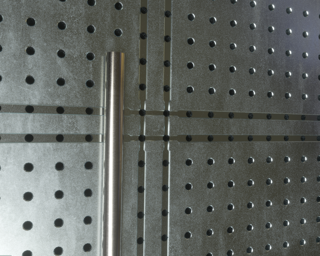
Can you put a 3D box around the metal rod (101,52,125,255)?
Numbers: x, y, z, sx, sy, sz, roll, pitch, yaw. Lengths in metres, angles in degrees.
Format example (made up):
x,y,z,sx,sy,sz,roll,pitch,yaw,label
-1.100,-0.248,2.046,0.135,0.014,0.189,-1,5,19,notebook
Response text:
x,y,z,sx,sy,sz,roll,pitch,yaw,label
-0.059,0.055,0.391,0.025,0.025,0.298,1,90,-20,metal rod
